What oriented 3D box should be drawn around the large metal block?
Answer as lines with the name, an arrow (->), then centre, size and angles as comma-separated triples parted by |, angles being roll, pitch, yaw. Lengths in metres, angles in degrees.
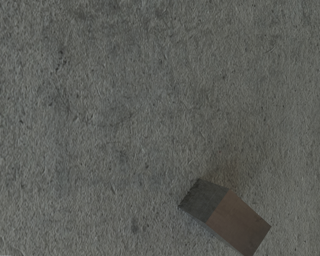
large metal block -> 0.082, 0.117, 0.410 | 0.080, 0.080, 0.050 | 42, 77, -15
